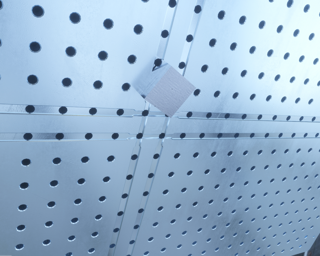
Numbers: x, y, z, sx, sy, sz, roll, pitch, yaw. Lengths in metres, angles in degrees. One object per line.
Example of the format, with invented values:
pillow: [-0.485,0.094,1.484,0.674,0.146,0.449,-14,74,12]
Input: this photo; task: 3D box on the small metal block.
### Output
small metal block: [0.008,-0.048,0.387,0.050,0.025,0.050,34,99,-39]
